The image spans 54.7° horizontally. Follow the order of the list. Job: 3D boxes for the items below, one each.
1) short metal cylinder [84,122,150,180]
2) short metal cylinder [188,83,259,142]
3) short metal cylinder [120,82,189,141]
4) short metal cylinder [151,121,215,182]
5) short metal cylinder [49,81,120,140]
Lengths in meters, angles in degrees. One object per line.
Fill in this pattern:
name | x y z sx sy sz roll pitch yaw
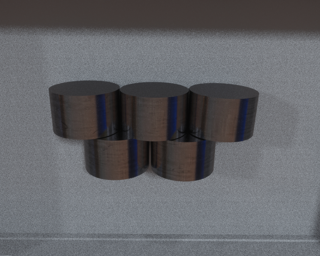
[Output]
short metal cylinder | -0.053 0.023 0.388 0.081 0.080 0.050 1 110 -1
short metal cylinder | 0.074 -0.021 0.373 0.081 0.080 0.050 2 110 -1
short metal cylinder | -0.007 -0.022 0.372 0.081 0.080 0.050 1 110 -1
short metal cylinder | 0.029 0.025 0.390 0.081 0.080 0.050 1 110 -1
short metal cylinder | -0.088 -0.024 0.370 0.081 0.080 0.050 1 110 -1
